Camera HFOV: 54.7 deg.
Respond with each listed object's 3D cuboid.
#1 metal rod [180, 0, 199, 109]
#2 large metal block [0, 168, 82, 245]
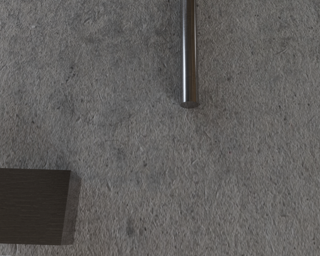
[{"bbox_3d":[0.043,-0.171,0.471,0.025,0.025,0.299,1,70,0],"label":"metal rod"},{"bbox_3d":[-0.142,0.092,0.360,0.080,0.050,0.080,2,70,0],"label":"large metal block"}]
